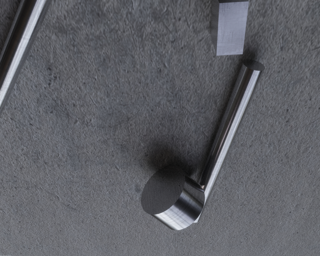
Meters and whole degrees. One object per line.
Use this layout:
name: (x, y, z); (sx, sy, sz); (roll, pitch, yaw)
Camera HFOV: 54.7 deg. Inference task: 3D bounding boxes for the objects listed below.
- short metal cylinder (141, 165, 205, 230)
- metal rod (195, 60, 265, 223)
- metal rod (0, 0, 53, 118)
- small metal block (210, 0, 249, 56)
short metal cylinder: (0.019, 0.102, 0.458); (0.080, 0.080, 0.050); (-31, 124, 23)
metal rod: (0.082, 0.041, 0.443); (0.025, 0.025, 0.298); (7, 130, -6)
metal rod: (-0.197, -0.036, 0.373); (0.025, 0.025, 0.298); (27, 125, -22)
small metal block: (0.065, -0.105, 0.302); (0.025, 0.050, 0.050); (-3, 130, 2)
